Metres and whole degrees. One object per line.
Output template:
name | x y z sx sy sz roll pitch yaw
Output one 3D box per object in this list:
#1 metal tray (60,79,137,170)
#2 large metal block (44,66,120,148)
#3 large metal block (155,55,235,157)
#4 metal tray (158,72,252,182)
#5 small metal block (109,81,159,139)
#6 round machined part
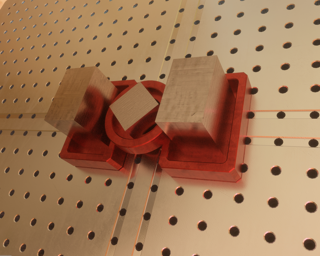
metal tray | -0.082 -0.007 0.452 0.090 0.030 0.130 1 62 28
large metal block | -0.097 -0.026 0.423 0.050 0.080 0.080 1 62 29
large metal block | 0.044 -0.022 0.346 0.050 0.080 0.080 2 63 29
metal tray | 0.057 -0.004 0.377 0.090 0.030 0.130 0 61 28
small metal block | -0.028 -0.022 0.384 0.050 0.025 0.050 -39 51 2
round machined part | -0.018 -0.010 0.402 0.098 0.042 0.098 -13 56 21
